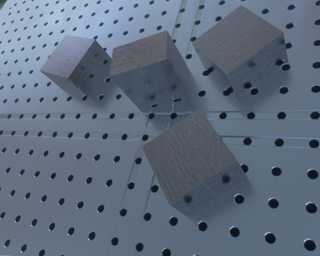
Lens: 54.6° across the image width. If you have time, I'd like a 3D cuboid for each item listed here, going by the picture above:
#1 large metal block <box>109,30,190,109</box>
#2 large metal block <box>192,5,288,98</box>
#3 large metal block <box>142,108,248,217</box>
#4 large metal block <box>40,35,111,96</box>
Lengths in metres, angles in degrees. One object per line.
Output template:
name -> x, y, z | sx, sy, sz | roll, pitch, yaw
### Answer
large metal block -> -0.011, -0.076, 0.427 | 0.080, 0.080, 0.050 | -12, 57, 21
large metal block -> 0.102, -0.099, 0.400 | 0.080, 0.050, 0.080 | -37, 51, 3
large metal block -> 0.038, 0.039, 0.349 | 0.080, 0.050, 0.080 | -34, 51, 6
large metal block -> -0.145, -0.110, 0.538 | 0.080, 0.050, 0.080 | 19, 72, 35
